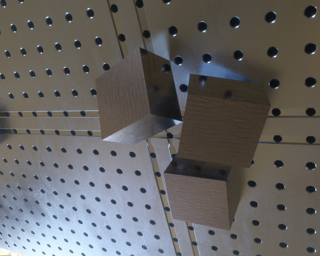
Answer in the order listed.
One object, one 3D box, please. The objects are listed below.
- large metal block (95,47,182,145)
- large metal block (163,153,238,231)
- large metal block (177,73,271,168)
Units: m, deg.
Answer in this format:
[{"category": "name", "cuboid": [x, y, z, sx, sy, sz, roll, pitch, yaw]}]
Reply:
[{"category": "large metal block", "cuboid": [-0.027, -0.033, 0.362, 0.080, 0.050, 0.080, -26, 64, 37]}, {"category": "large metal block", "cuboid": [0.057, 0.082, 0.415, 0.080, 0.050, 0.079, 4, 120, 26]}, {"category": "large metal block", "cuboid": [0.066, -0.008, 0.341, 0.080, 0.050, 0.079, 8, 124, 2]}]
